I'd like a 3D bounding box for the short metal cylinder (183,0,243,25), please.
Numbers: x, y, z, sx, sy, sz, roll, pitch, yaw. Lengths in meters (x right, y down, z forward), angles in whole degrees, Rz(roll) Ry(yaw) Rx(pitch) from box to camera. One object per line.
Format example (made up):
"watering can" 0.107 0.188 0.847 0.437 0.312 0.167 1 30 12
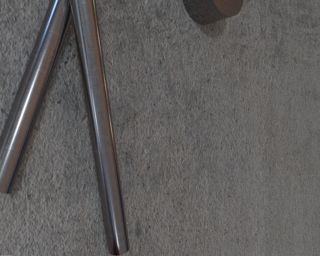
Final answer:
"short metal cylinder" 0.078 -0.199 0.456 0.081 0.050 0.079 0 90 -40

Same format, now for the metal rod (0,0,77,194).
"metal rod" -0.111 -0.085 0.312 0.025 0.025 0.299 24 75 -38

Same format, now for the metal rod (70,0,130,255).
"metal rod" -0.064 -0.002 0.335 0.025 0.025 0.298 -16 106 -39
